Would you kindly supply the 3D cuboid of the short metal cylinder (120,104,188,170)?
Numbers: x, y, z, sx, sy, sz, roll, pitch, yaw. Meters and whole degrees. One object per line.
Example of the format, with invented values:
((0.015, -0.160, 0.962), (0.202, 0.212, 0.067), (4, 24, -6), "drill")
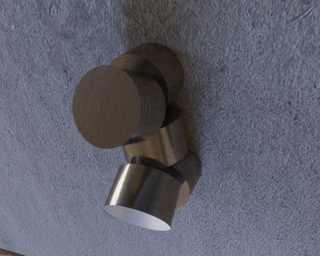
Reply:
((-0.009, 0.009, 0.384), (0.080, 0.080, 0.050), (2, 119, 27), "short metal cylinder")

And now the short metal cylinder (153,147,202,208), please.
((0.012, 0.063, 0.425), (0.080, 0.050, 0.079), (13, 124, 21), "short metal cylinder")

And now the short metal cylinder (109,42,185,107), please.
((-0.017, -0.056, 0.367), (0.080, 0.050, 0.079), (13, 124, 21), "short metal cylinder")

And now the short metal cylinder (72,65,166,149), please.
((-0.041, -0.021, 0.317), (0.080, 0.050, 0.079), (2, 94, 27), "short metal cylinder")

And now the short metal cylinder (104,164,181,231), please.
((-0.020, 0.084, 0.369), (0.080, 0.050, 0.080), (14, 151, 8), "short metal cylinder")
